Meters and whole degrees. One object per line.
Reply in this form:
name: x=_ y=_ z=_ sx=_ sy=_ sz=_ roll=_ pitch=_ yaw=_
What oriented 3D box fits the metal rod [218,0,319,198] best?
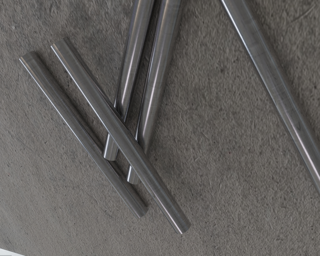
metal rod: x=0.116 y=-0.048 z=0.315 sx=0.025 sy=0.025 sz=0.299 roll=-22 pitch=107 yaw=36

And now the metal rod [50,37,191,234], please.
metal rod: x=-0.044 y=0.020 z=0.408 sx=0.025 sy=0.025 sz=0.299 roll=-22 pitch=107 yaw=36

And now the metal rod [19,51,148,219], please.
metal rod: x=-0.110 y=0.018 z=0.476 sx=0.025 sy=0.025 sz=0.299 roll=-24 pitch=106 yaw=36

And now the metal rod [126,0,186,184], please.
metal rod: x=-0.010 y=-0.040 z=0.387 sx=0.025 sy=0.025 sz=0.298 roll=24 pitch=127 yaw=13

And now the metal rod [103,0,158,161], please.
metal rod: x=-0.036 y=-0.072 z=0.381 sx=0.025 sy=0.025 sz=0.298 roll=27 pitch=128 yaw=11
